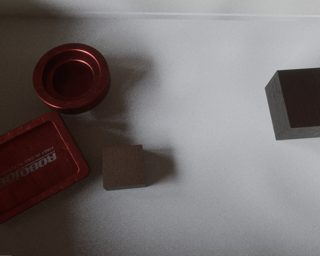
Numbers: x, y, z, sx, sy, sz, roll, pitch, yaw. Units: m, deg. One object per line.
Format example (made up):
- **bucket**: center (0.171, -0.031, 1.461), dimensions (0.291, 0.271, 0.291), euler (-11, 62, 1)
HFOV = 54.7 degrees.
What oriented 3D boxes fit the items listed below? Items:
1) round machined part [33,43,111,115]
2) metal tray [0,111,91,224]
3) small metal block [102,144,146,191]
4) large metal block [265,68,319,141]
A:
- **round machined part**: center (-0.116, -0.063, 0.422), dimensions (0.099, 0.042, 0.098), euler (0, 70, -1)
- **metal tray**: center (-0.162, 0.048, 0.373), dimensions (0.131, 0.030, 0.090), euler (-29, 91, -10)
- **small metal block**: center (-0.045, 0.050, 0.391), dimensions (0.050, 0.025, 0.050), euler (-5, 70, -2)
- **large metal block**: center (0.194, -0.032, 0.410), dimensions (0.081, 0.050, 0.080), euler (-4, 70, -2)
